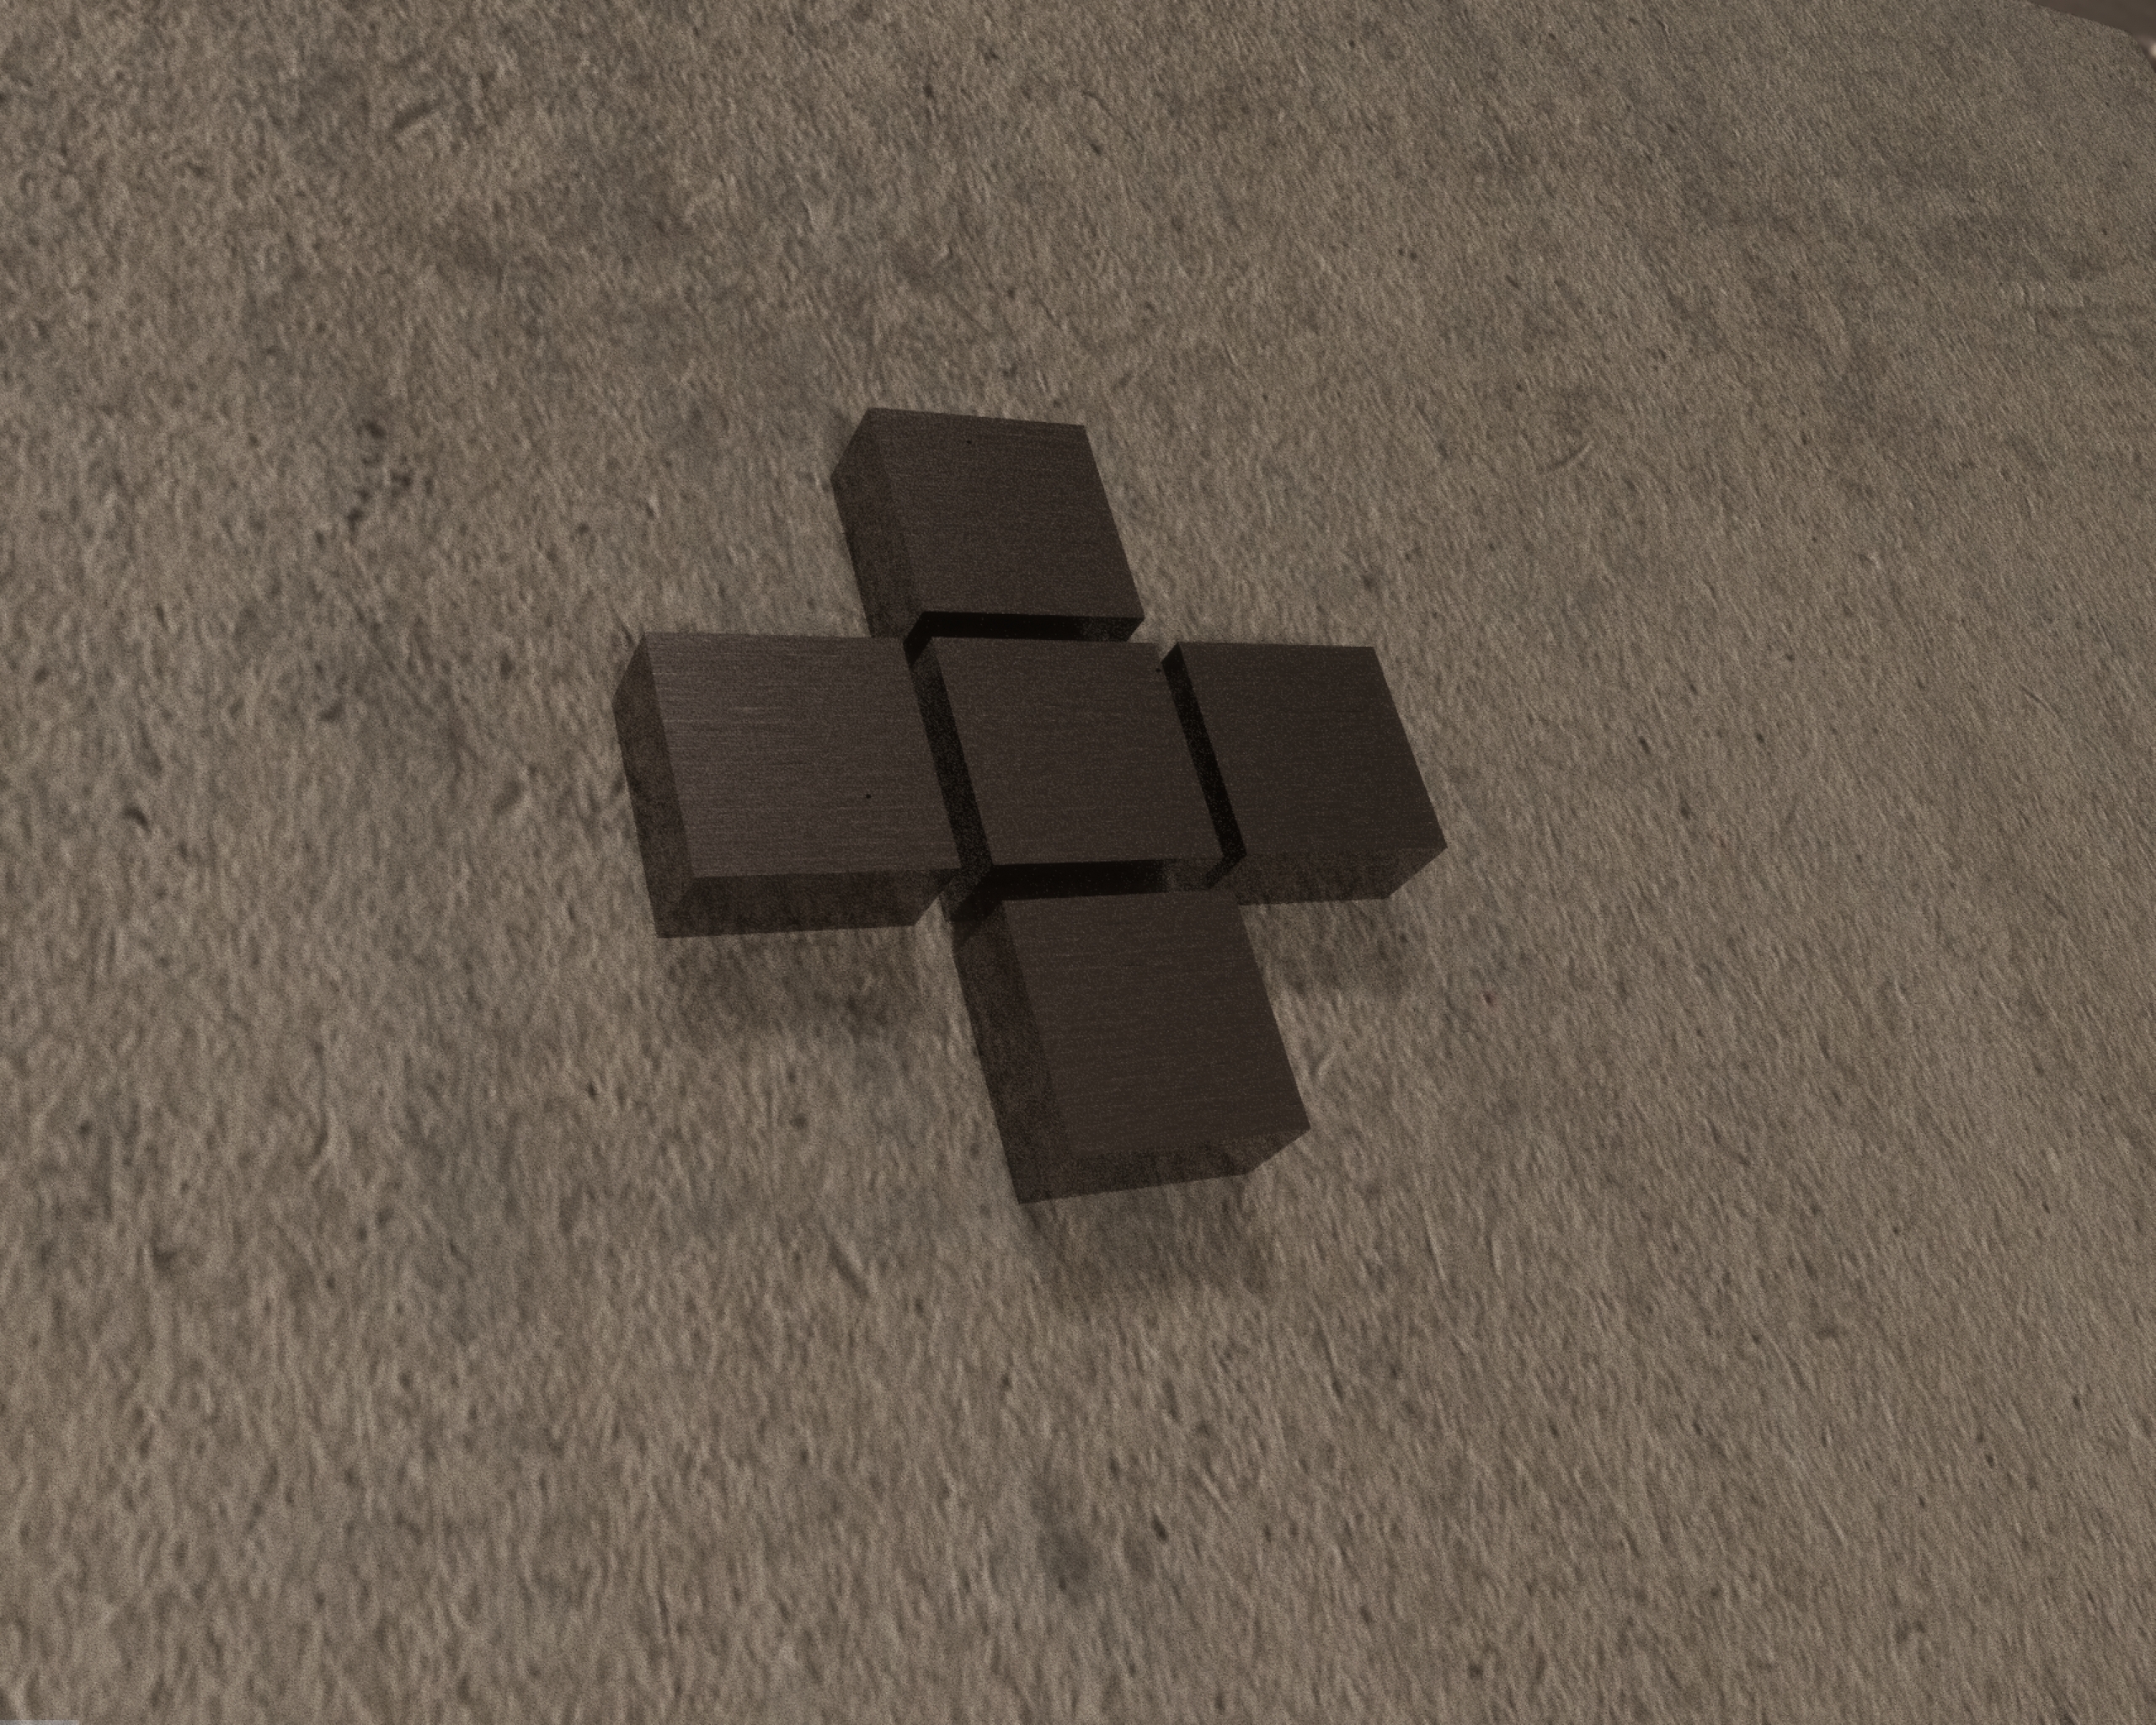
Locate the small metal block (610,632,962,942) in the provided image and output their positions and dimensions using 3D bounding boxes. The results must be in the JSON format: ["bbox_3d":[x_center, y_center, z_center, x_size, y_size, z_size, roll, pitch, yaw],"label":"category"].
[{"bbox_3d":[-0.055,-0.014,0.386,0.050,0.025,0.050,-2,63,-30],"label":"small metal block"}]

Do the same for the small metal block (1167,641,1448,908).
[{"bbox_3d":[0.044,-0.019,0.442,0.050,0.025,0.050,-2,63,-30],"label":"small metal block"}]

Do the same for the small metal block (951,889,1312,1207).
[{"bbox_3d":[0.009,0.034,0.391,0.050,0.025,0.050,-2,63,-30],"label":"small metal block"}]

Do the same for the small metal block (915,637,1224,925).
[{"bbox_3d":[-0.005,-0.016,0.414,0.050,0.025,0.050,-2,63,-30],"label":"small metal block"}]

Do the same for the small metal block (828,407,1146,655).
[{"bbox_3d":[-0.020,-0.066,0.436,0.050,0.025,0.050,-2,63,-30],"label":"small metal block"}]
